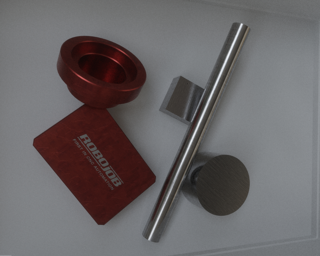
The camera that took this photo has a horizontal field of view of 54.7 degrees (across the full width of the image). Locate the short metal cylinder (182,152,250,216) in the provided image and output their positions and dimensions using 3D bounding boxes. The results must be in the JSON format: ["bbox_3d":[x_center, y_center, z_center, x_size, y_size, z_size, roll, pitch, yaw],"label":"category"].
[{"bbox_3d":[0.075,0.074,0.426,0.081,0.050,0.079,0,90,-21],"label":"short metal cylinder"}]

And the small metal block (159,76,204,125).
[{"bbox_3d":[0.034,-0.036,0.424,0.050,0.025,0.050,27,81,-19],"label":"small metal block"}]

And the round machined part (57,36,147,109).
[{"bbox_3d":[-0.069,-0.060,0.359,0.099,0.042,0.098,18,40,-16],"label":"round machined part"}]

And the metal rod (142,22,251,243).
[{"bbox_3d":[0.047,0.007,0.404,0.025,0.025,0.299,23,92,-19],"label":"metal rod"}]

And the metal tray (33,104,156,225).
[{"bbox_3d":[-0.078,0.040,0.380,0.090,0.030,0.130,-38,103,-16],"label":"metal tray"}]
